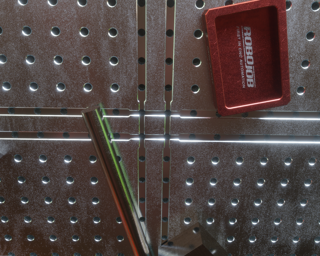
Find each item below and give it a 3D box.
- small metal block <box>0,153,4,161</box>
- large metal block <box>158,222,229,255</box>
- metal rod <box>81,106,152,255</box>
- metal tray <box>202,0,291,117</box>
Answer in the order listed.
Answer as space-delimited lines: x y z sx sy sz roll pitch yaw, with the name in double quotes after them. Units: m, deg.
-0.256 0.047 0.427 0.050 0.025 0.050 37 106 -13 "small metal block"
0.054 0.207 0.477 0.080 0.050 0.080 -38 106 12 "large metal block"
-0.052 0.110 0.453 0.025 0.025 0.298 -14 110 5 "metal rod"
0.107 -0.086 0.380 0.090 0.030 0.129 -11 110 3 "metal tray"
